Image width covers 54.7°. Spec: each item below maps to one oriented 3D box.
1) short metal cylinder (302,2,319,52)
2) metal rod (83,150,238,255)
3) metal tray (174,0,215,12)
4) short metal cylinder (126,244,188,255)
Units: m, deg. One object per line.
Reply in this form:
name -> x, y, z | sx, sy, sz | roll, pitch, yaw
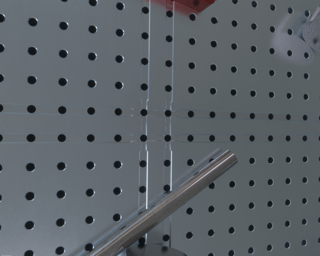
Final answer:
short metal cylinder -> 0.275, -0.160, 0.485 | 0.080, 0.080, 0.050 | 38, 78, -16
metal rod -> -0.016, 0.121, 0.407 | 0.302, 0.025, 0.025 | -33, 101, -17
metal tray -> 0.020, -0.226, 0.417 | 0.131, 0.030, 0.090 | 15, 85, -20
short metal cylinder -> -0.006, 0.182, 0.382 | 0.081, 0.080, 0.050 | 9, 87, -20
